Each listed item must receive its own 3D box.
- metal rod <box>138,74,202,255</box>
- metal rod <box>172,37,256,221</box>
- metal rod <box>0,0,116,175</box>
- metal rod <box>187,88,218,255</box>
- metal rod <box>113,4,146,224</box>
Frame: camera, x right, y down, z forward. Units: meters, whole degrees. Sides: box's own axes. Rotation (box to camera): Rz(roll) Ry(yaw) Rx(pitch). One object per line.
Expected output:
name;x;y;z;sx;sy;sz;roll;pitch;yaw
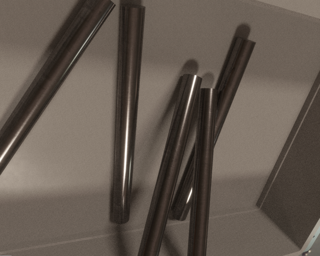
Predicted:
metal rod;0.005;0.079;0.385;0.025;0.025;0.298;17;85;-35
metal rod;0.072;0.016;0.460;0.025;0.025;0.298;3;117;-30
metal rod;-0.143;-0.010;0.324;0.025;0.025;0.299;30;102;-38
metal rod;0.055;0.097;0.417;0.025;0.025;0.298;4;90;-31
metal rod;-0.043;0.004;0.389;0.025;0.025;0.298;-8;122;-25
